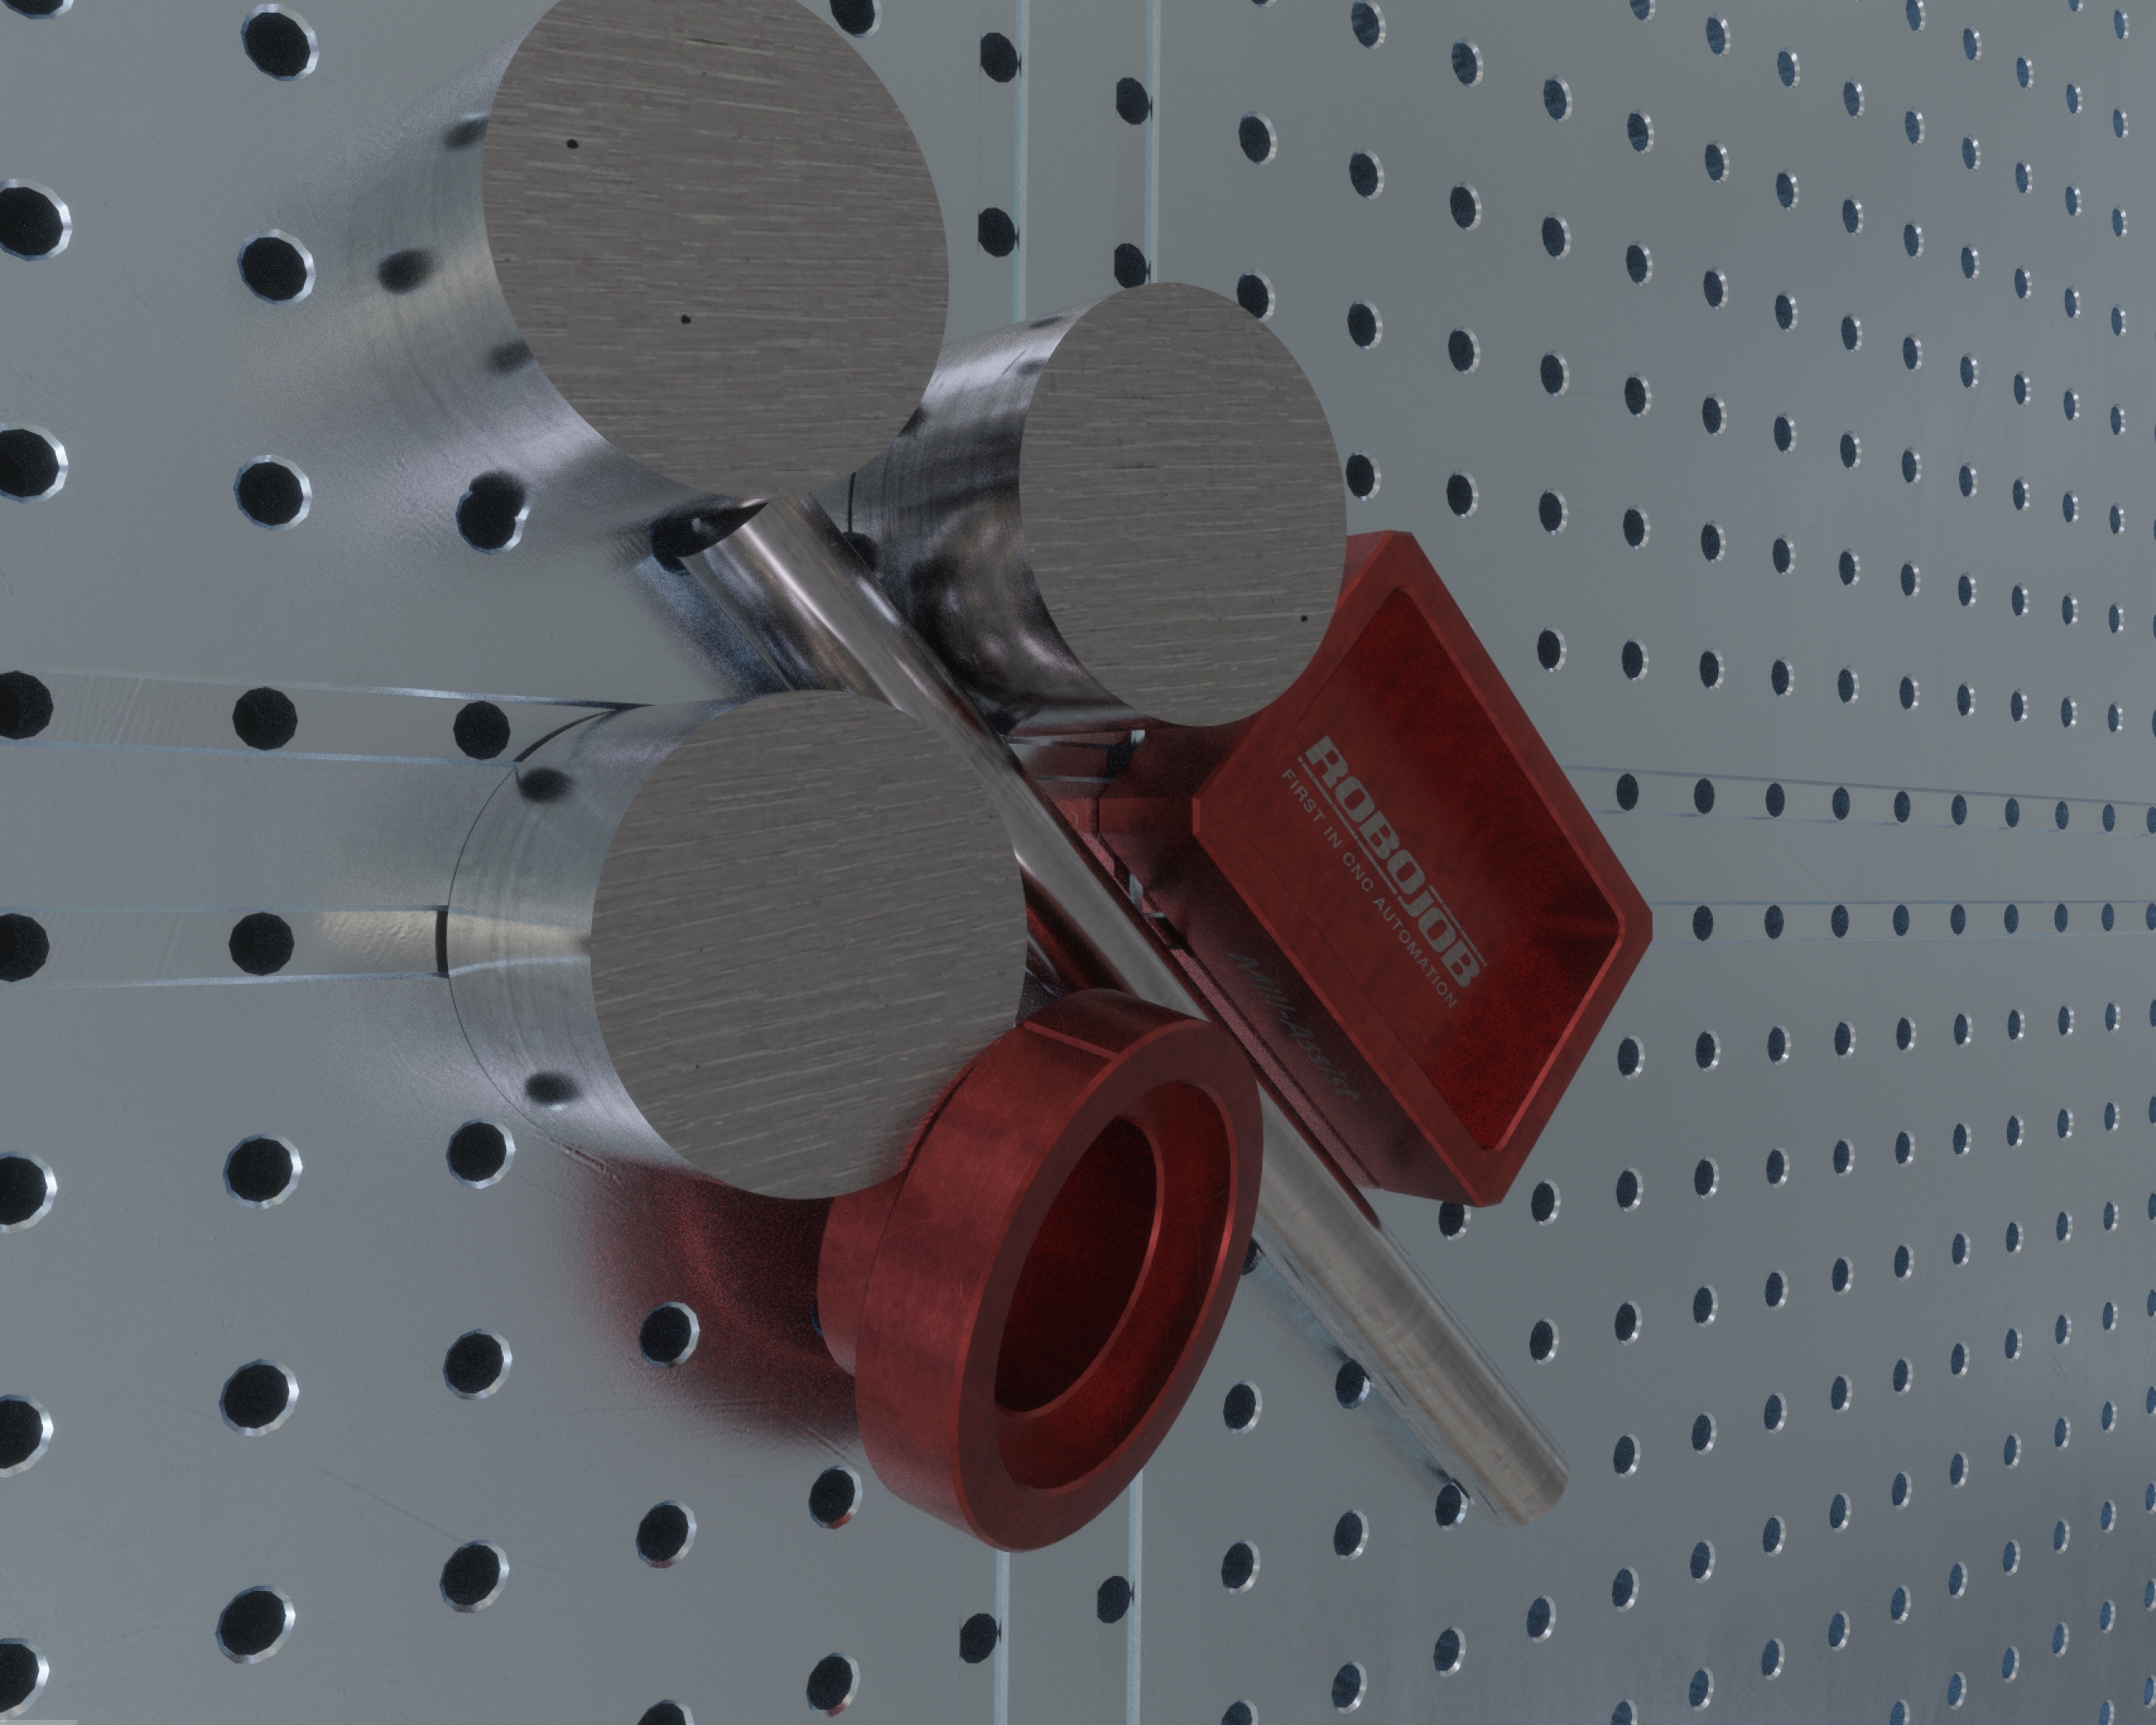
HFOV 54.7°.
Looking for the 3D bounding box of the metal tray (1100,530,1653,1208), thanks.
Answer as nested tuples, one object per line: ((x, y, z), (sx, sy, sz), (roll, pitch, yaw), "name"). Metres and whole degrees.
((0.071, 0.003, 0.464), (0.130, 0.030, 0.090), (51, 61, -28), "metal tray")

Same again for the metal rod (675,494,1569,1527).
((0.023, 0.043, 0.429), (0.300, 0.025, 0.025), (52, 60, -27), "metal rod")

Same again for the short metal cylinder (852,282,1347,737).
((0.005, -0.065, 0.396), (0.081, 0.050, 0.080), (0, 90, -40), "short metal cylinder")

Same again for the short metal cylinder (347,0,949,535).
((-0.068, -0.095, 0.335), (0.081, 0.050, 0.080), (0, 90, -40), "short metal cylinder")

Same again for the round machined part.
((-0.009, 0.069, 0.376), (0.099, 0.042, 0.097), (-34, 133, -47), "round machined part")

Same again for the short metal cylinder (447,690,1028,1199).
((-0.056, 0.013, 0.346), (0.081, 0.050, 0.080), (0, 90, -40), "short metal cylinder")
